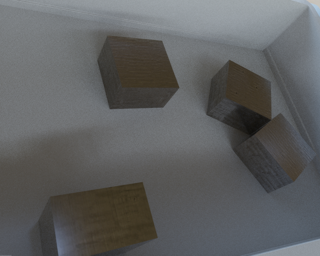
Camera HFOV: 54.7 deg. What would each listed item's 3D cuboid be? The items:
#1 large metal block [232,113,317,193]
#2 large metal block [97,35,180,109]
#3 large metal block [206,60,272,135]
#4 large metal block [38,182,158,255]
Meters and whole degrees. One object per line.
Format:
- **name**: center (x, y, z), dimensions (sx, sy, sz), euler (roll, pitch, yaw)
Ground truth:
- **large metal block**: center (0.170, 0.036, 0.459), dimensions (0.081, 0.050, 0.080), euler (-31, 79, -38)
- **large metal block**: center (-0.031, -0.073, 0.417), dimensions (0.081, 0.050, 0.080), euler (-4, 64, -30)
- **large metal block**: center (0.125, -0.047, 0.485), dimensions (0.080, 0.050, 0.080), euler (24, 53, -14)
- **large metal block**: center (-0.060, 0.092, 0.282), dimensions (0.081, 0.080, 0.050), euler (-4, 64, -30)
